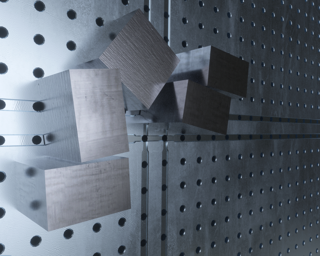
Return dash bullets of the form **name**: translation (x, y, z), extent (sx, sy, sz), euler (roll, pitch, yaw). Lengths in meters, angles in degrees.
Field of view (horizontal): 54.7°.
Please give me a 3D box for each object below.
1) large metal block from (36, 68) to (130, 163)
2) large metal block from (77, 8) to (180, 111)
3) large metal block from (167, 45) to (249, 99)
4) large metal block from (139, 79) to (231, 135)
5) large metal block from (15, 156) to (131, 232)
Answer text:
- **large metal block**: translation (-0.079, -0.013, 0.309), extent (0.050, 0.080, 0.079), euler (-11, 97, -40)
- **large metal block**: translation (-0.034, -0.077, 0.366), extent (0.080, 0.050, 0.080), euler (46, 62, -31)
- **large metal block**: translation (0.064, -0.071, 0.429), extent (0.081, 0.080, 0.050), euler (9, 84, -40)
- **large metal block**: translation (0.032, -0.023, 0.403), extent (0.081, 0.080, 0.050), euler (15, 81, -40)
- **large metal block**: translation (-0.086, 0.056, 0.303), extent (0.081, 0.080, 0.050), euler (-5, 93, -40)
